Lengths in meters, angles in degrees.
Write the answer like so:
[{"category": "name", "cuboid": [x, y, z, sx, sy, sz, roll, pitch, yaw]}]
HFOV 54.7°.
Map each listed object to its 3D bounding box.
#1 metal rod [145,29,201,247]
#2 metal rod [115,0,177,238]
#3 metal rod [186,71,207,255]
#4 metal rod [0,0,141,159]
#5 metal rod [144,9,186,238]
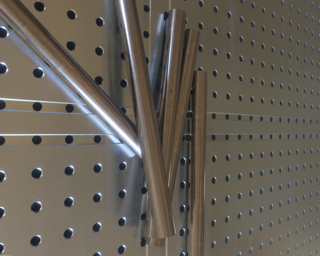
[{"category": "metal rod", "cuboid": [0.020, 0.007, 0.427, 0.025, 0.025, 0.299, 18, 79, -39]}, {"category": "metal rod", "cuboid": [-0.019, -0.023, 0.367, 0.025, 0.025, 0.298, -8, 87, -40]}, {"category": "metal rod", "cuboid": [0.054, 0.066, 0.457, 0.025, 0.025, 0.298, 2, 89, -40]}, {"category": "metal rod", "cuboid": [-0.104, -0.069, 0.322, 0.300, 0.025, 0.025, 49, 61, -29]}, {"category": "metal rod", "cuboid": [0.008, -0.013, 0.406, 0.025, 0.025, 0.299, 14, 78, -40]}]
